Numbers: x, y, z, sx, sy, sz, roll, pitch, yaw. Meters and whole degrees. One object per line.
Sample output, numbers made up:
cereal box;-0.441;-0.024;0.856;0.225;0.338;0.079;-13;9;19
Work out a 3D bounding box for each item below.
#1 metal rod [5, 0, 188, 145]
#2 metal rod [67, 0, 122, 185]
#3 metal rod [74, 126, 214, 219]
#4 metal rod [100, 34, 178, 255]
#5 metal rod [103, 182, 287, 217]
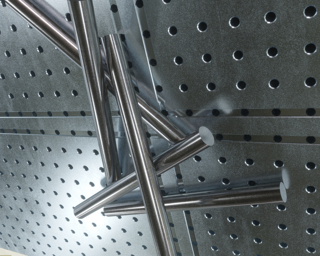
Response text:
metal rod;-0.077;-0.072;0.405;0.300;0.025;0.025;40;129;0
metal rod;-0.078;-0.019;0.411;0.025;0.025;0.298;15;133;19
metal rod;-0.043;0.077;0.446;0.025;0.025;0.299;49;128;-7
metal rod;-0.023;0.034;0.385;0.025;0.025;0.298;-11;95;32
metal rod;0.030;0.111;0.462;0.300;0.025;0.025;-15;111;33
